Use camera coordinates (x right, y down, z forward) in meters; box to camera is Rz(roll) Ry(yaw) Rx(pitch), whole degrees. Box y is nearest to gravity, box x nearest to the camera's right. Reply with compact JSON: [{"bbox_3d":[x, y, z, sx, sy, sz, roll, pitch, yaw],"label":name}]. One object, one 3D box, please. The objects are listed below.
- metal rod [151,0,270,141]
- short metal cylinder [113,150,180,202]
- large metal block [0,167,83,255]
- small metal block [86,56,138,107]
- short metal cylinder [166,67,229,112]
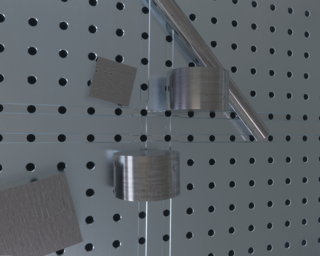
[{"bbox_3d":[0.062,-0.101,0.435,0.025,0.025,0.300,-43,104,-15],"label":"metal rod"},{"bbox_3d":[-0.016,0.055,0.378,0.081,0.080,0.050,-1,91,-20],"label":"short metal cylinder"},{"bbox_3d":[-0.139,0.096,0.348,0.081,0.050,0.080,-15,95,-20],"label":"large metal block"},{"bbox_3d":[-0.061,-0.057,0.390,0.050,0.025,0.050,14,85,-20],"label":"small metal block"},{"bbox_3d":[0.049,-0.047,0.402,0.081,0.080,0.050,0,90,-20],"label":"short metal cylinder"}]
